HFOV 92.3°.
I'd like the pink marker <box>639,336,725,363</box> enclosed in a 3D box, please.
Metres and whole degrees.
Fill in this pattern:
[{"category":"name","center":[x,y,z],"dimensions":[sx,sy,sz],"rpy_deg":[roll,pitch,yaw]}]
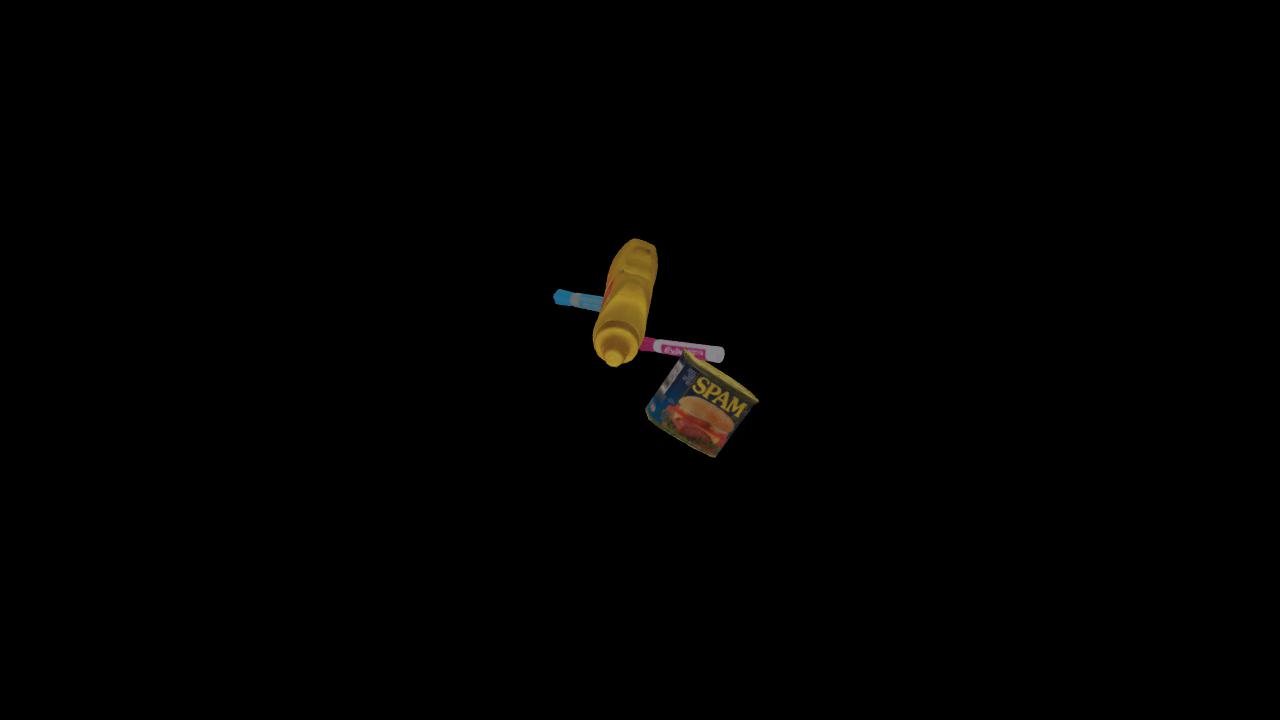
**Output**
[{"category":"pink marker","center":[0.045,-0.014,0.734],"dimensions":[0.121,0.020,0.020],"rpy_deg":[10,6,39]}]

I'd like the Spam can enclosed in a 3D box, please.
[{"category":"Spam can","center":[0.068,0.050,0.700],"dimensions":[0.101,0.085,0.058],"rpy_deg":[32,10,-17]}]

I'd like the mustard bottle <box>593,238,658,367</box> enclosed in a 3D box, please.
[{"category":"mustard bottle","center":[-0.016,-0.051,0.635],"dimensions":[0.054,0.092,0.184],"rpy_deg":[24,33,-10]}]

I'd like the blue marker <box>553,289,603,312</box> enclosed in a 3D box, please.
[{"category":"blue marker","center":[-0.050,-0.064,0.701],"dimensions":[0.121,0.020,0.020],"rpy_deg":[13,6,31]}]
